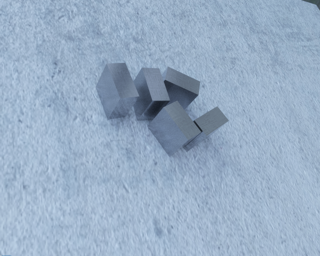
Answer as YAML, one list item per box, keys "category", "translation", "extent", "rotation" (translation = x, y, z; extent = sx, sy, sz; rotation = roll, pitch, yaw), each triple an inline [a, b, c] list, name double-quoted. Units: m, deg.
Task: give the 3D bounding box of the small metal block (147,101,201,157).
- category: "small metal block"
  translation: [0.017, 0.002, 0.398]
  extent: [0.025, 0.050, 0.050]
  rotation: [-29, 78, -38]

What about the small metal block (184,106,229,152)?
- category: "small metal block"
  translation: [0.057, 0.002, 0.419]
  extent: [0.050, 0.050, 0.025]
  rotation: [-30, 79, -38]

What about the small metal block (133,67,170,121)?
- category: "small metal block"
  translation: [-0.016, -0.044, 0.408]
  extent: [0.025, 0.050, 0.050]
  rotation: [-3, 64, -30]

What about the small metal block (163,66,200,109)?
- category: "small metal block"
  translation: [0.020, -0.051, 0.432]
  extent: [0.050, 0.050, 0.025]
  rotation: [22, 54, -15]

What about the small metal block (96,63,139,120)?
- category: "small metal block"
  translation: [-0.055, -0.046, 0.387]
  extent: [0.025, 0.050, 0.050]
  rotation: [-10, 67, -33]
